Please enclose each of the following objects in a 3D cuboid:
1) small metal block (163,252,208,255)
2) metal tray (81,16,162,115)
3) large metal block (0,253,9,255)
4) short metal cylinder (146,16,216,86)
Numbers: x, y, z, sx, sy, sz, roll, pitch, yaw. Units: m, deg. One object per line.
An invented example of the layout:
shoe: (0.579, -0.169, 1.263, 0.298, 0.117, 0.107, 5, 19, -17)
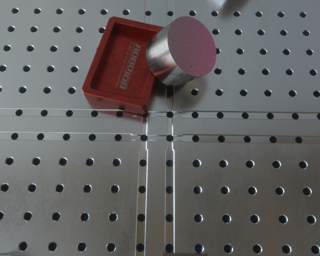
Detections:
small metal block: (0.028, 0.168, 0.350, 0.050, 0.025, 0.050, 1, 70, 0)
metal tray: (-0.045, -0.090, 0.441, 0.090, 0.030, 0.130, 14, 70, 5)
large metal block: (-0.185, 0.193, 0.326, 0.080, 0.050, 0.080, -40, 75, -13)
short metal cylinder: (0.029, -0.101, 0.416, 0.081, 0.050, 0.080, 7, 78, -33)
